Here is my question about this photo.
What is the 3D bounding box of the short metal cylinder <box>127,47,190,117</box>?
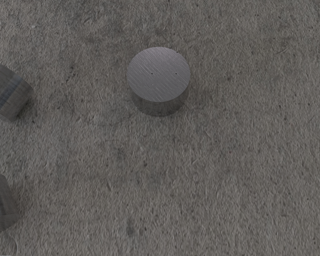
[{"bbox_3d":[-0.002,-0.061,0.417,0.081,0.050,0.080,0,70,0],"label":"short metal cylinder"}]

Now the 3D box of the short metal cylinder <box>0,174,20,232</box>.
[{"bbox_3d":[-0.206,0.092,0.344,0.080,0.080,0.050,-27,72,-9],"label":"short metal cylinder"}]

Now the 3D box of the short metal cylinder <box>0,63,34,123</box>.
[{"bbox_3d":[-0.212,-0.049,0.395,0.080,0.080,0.050,25,72,9],"label":"short metal cylinder"}]
